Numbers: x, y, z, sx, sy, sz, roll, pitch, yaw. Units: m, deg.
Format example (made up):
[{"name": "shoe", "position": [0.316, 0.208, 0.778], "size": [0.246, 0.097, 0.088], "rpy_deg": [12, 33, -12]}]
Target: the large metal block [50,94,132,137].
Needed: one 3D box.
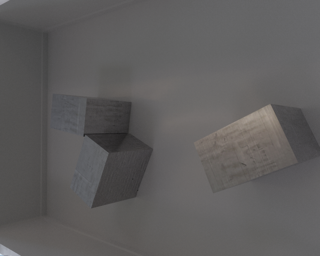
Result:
[{"name": "large metal block", "position": [-0.101, -0.019, 0.455], "size": [0.080, 0.081, 0.050], "rpy_deg": [11, 97, 39]}]

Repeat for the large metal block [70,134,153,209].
[{"name": "large metal block", "position": [-0.066, 0.055, 0.425], "size": [0.050, 0.081, 0.079], "rpy_deg": [31, 110, 35]}]

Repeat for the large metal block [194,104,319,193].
[{"name": "large metal block", "position": [0.094, 0.020, 0.293], "size": [0.080, 0.081, 0.050], "rpy_deg": [-31, 71, 36]}]
